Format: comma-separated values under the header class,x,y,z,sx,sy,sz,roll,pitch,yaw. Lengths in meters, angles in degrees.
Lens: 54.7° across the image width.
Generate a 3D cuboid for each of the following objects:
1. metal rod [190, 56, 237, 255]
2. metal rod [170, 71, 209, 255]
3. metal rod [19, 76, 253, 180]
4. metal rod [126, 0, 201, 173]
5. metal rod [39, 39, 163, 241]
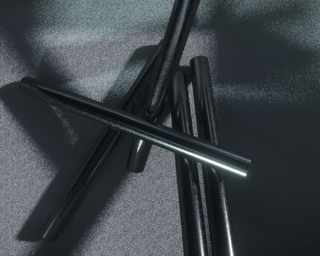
class,x,y,z,sx,sy,sz,roll,pitch,yaw
metal rod,0.061,0.047,0.352,0.025,0.025,0.299,-4,66,0
metal rod,0.032,0.066,0.348,0.025,0.025,0.299,-4,64,0
metal rod,-0.043,-0.007,0.366,0.301,0.025,0.025,20,90,18
metal rod,0.009,-0.074,0.347,0.025,0.025,0.298,19,116,0
metal rod,-0.068,0.016,0.410,0.025,0.025,0.299,32,90,0
